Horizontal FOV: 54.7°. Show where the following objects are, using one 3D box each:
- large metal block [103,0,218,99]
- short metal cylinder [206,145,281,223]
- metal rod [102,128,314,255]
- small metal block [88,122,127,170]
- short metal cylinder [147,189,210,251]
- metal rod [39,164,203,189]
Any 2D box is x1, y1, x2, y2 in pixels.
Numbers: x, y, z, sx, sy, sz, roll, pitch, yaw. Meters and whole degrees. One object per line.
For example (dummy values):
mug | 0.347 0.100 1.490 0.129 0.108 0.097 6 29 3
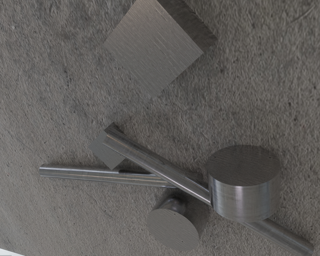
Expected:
large metal block | 0.000 -0.093 0.333 0.080 0.050 0.080 47 129 -5
short metal cylinder | 0.096 0.062 0.359 0.080 0.080 0.050 4 120 26
metal rod | 0.063 0.086 0.401 0.301 0.025 0.025 30 129 -2
small metal block | -0.071 0.028 0.461 0.050 0.025 0.050 46 129 -4
short metal cylinder | 0.027 0.134 0.459 0.080 0.050 0.079 13 124 21
metal rod | -0.078 0.075 0.494 0.300 0.025 0.025 -1 118 28
